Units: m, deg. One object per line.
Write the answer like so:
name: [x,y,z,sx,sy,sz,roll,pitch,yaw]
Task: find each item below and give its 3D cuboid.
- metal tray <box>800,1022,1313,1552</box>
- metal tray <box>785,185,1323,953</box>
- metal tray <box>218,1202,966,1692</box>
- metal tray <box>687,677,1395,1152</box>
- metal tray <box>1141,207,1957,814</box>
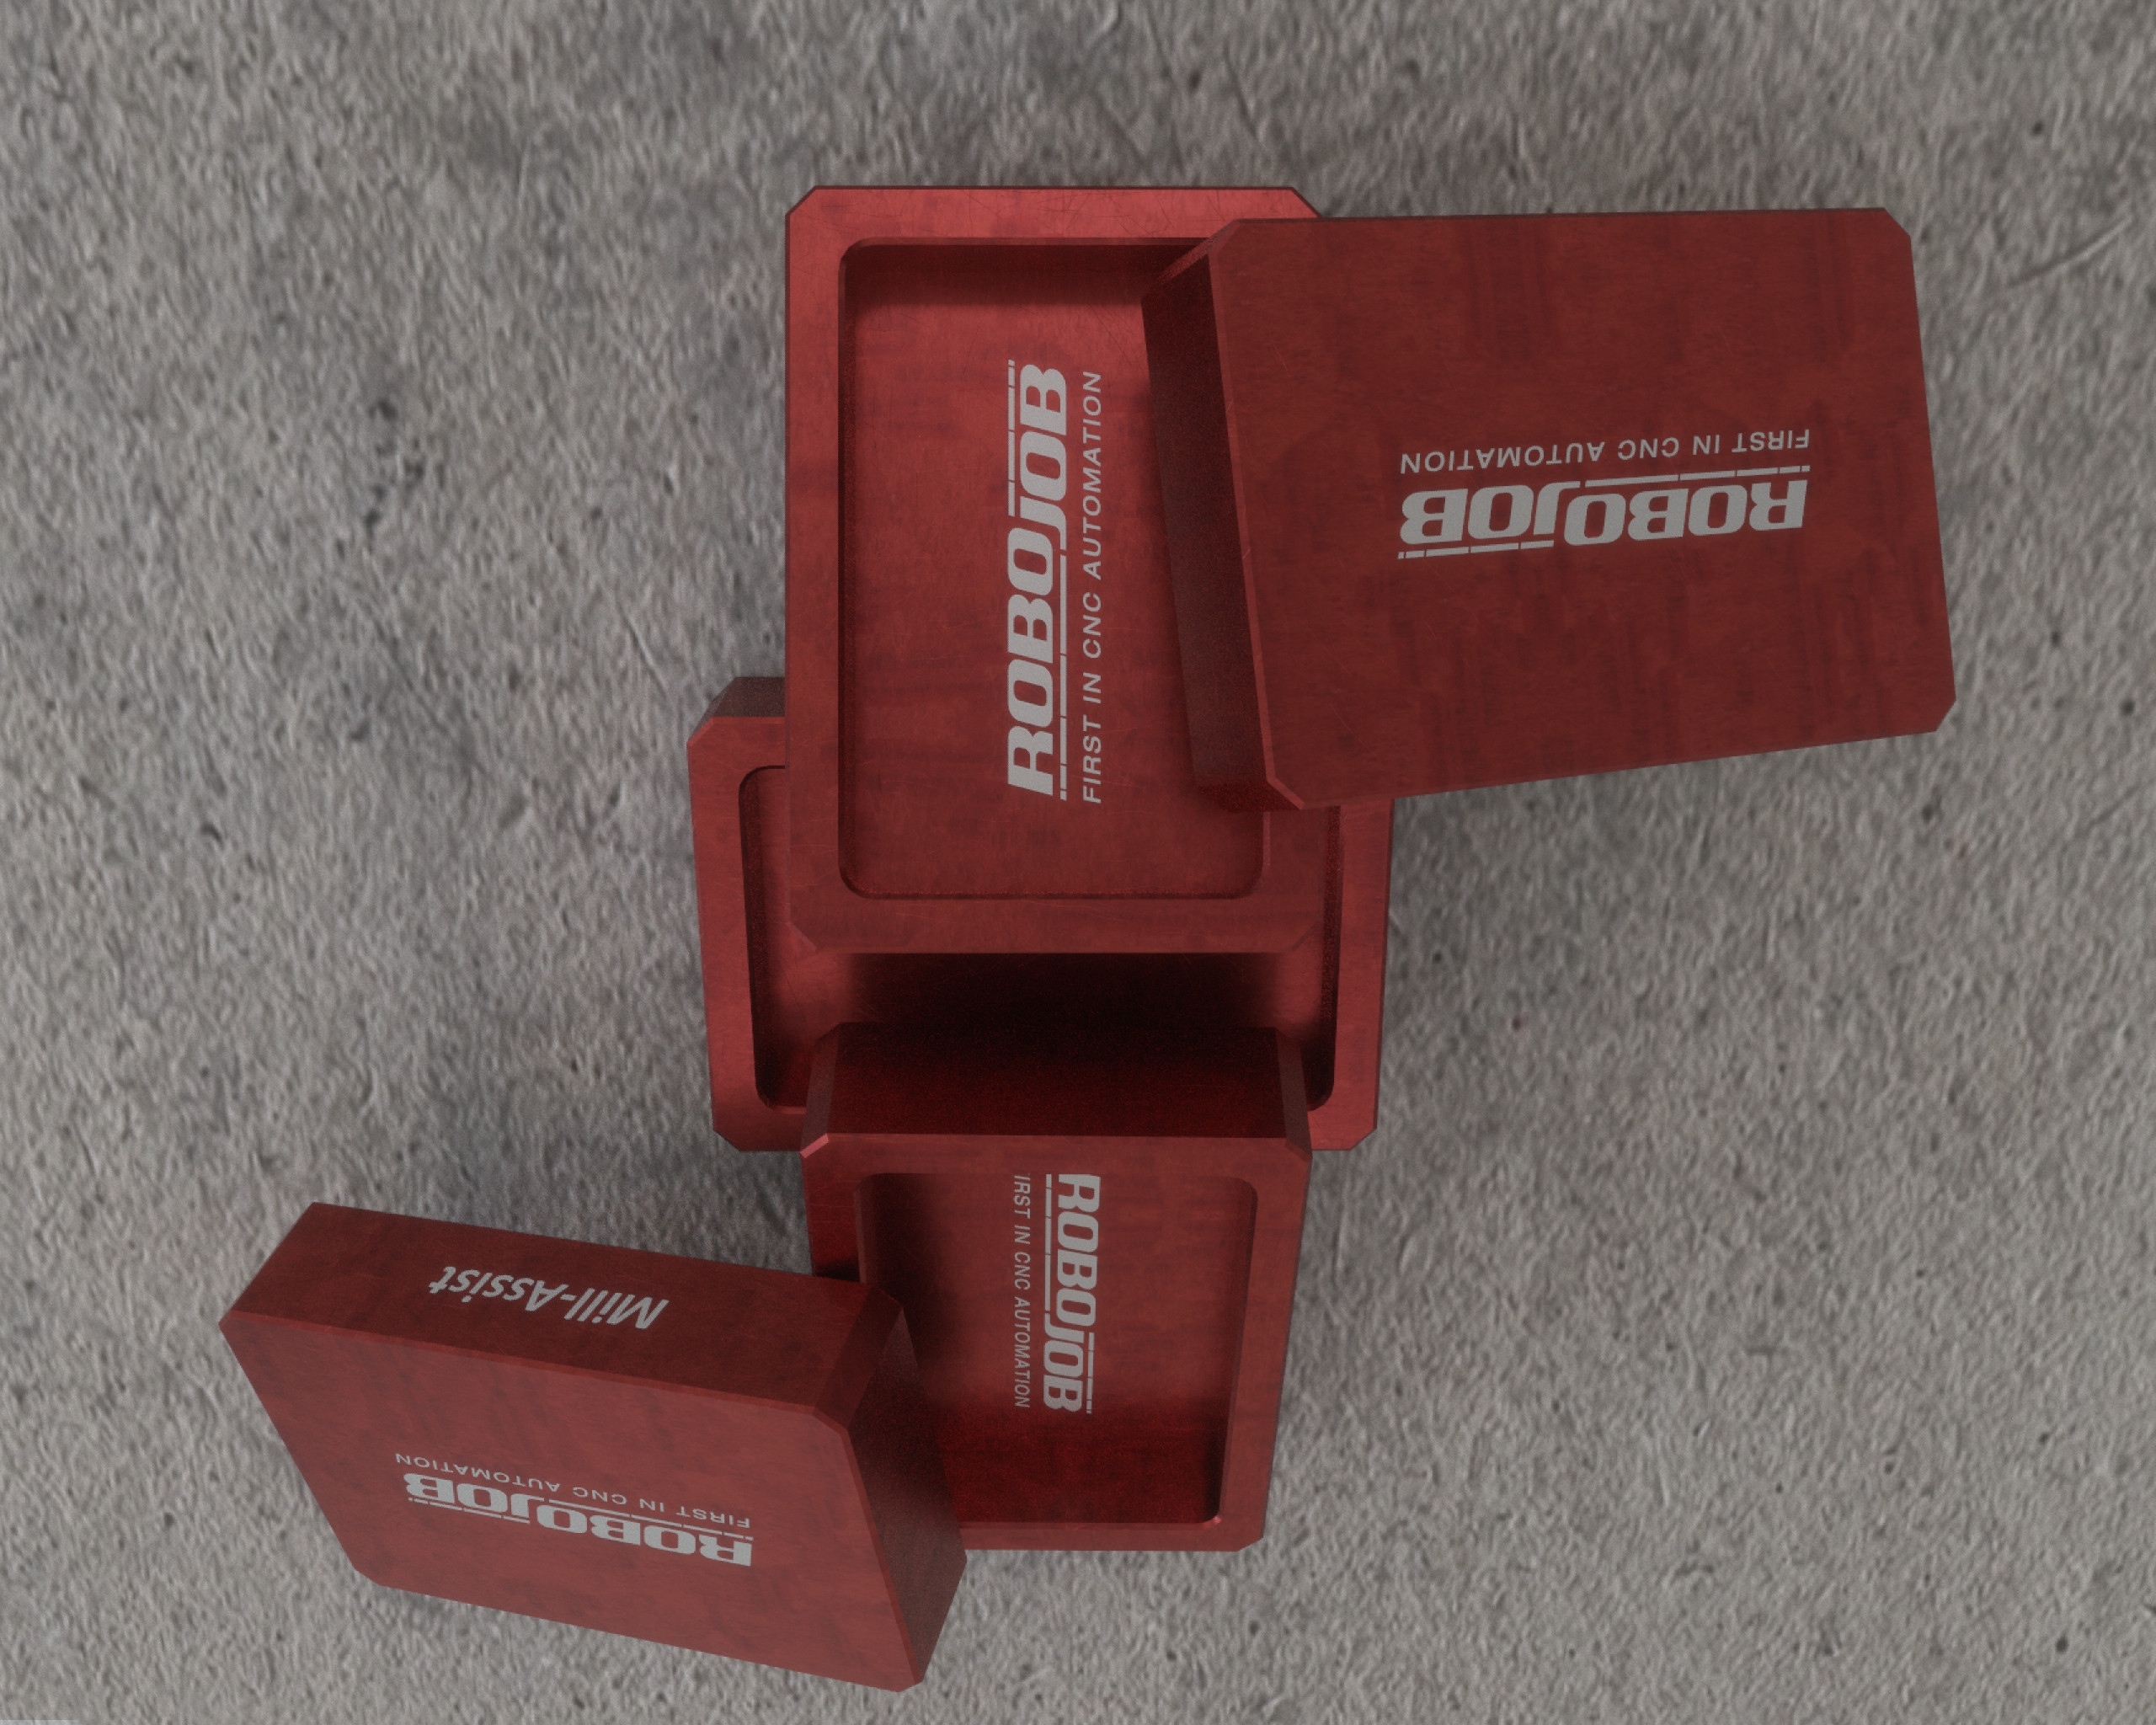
metal tray: [-0.005,0.089,0.417,0.091,0.030,0.129,1,130,-1]
metal tray: [-0.004,-0.049,0.365,0.091,0.030,0.129,0,90,0]
metal tray: [-0.094,0.116,0.416,0.130,0.030,0.089,5,129,17]
metal tray: [-0.006,0.010,0.410,0.131,0.030,0.089,0,110,0]
metal tray: [0.081,-0.060,0.349,0.131,0.030,0.089,-7,92,-19]
